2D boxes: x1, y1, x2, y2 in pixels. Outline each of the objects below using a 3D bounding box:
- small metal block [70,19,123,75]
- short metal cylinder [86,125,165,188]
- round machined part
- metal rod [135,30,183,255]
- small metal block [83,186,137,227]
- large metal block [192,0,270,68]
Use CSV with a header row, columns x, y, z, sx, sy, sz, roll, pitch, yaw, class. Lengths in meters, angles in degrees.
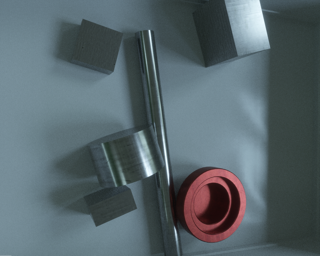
x,y,z,sx,sy,sz,roll,pitch,yaw,class
-0.078,-0.099,0.382,0.050,0.025,0.050,15,85,-20,small metal block
-0.040,0.031,0.367,0.081,0.080,0.050,-19,97,-19,short metal cylinder
0.066,0.102,0.425,0.099,0.042,0.097,0,90,-24,round machined part
-0.001,0.024,0.411,0.025,0.025,0.298,-9,93,-20,metal rod
-0.061,0.090,0.375,0.050,0.050,0.025,-20,97,-19,small metal block
0.093,-0.132,0.417,0.050,0.080,0.080,-17,96,-20,large metal block
